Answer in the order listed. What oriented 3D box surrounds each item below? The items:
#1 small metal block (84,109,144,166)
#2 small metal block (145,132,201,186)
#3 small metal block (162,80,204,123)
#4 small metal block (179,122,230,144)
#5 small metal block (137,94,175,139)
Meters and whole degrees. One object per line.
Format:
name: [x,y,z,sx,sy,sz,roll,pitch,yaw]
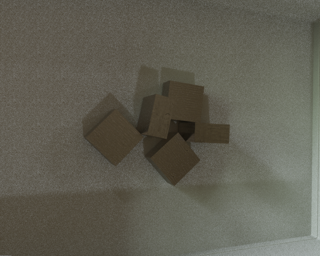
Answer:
small metal block: [-0.058,0.012,0.388,0.050,0.025,0.050,-47,105,-14]
small metal block: [0.017,0.041,0.416,0.050,0.025,0.050,-43,104,-15]
small metal block: [0.029,-0.034,0.421,0.050,0.025,0.050,7,88,-20]
small metal block: [0.058,0.007,0.418,0.050,0.050,0.025,3,89,-20]
small metal block: [-0.007,-0.014,0.393,0.025,0.050,0.050,13,86,-20]
